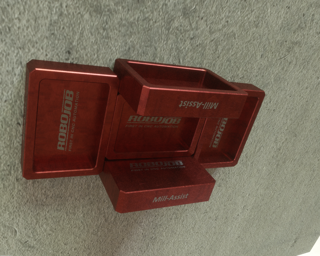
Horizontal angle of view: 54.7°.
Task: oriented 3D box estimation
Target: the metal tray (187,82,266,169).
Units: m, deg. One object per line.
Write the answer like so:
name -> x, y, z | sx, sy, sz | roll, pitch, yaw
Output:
metal tray -> 0.091, -0.002, 0.456 | 0.091, 0.030, 0.129 | 0, 118, -29

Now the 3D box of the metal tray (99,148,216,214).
metal tray -> -0.006, 0.061, 0.400 | 0.131, 0.090, 0.030 | 0, 118, -29

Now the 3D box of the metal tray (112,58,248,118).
metal tray -> 0.021, -0.045, 0.352 | 0.131, 0.090, 0.030 | 0, 119, -29

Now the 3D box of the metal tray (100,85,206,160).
metal tray -> -0.006, -0.007, 0.399 | 0.131, 0.030, 0.089 | 1, 118, -29

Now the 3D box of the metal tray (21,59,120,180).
metal tray -> -0.102, -0.006, 0.346 | 0.091, 0.030, 0.129 | 0, 118, -29
